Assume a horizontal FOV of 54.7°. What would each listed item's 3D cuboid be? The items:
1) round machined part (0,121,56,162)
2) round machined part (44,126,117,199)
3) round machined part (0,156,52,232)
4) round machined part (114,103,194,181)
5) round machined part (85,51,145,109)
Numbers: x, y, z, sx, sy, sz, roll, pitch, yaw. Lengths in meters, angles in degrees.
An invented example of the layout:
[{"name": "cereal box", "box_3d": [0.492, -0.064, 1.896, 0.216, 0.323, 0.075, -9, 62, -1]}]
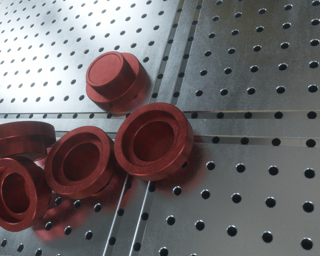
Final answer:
[{"name": "round machined part", "box_3d": [-0.204, 0.026, 0.454, 0.098, 0.098, 0.042, -18, 75, 17]}, {"name": "round machined part", "box_3d": [-0.100, 0.049, 0.415, 0.098, 0.042, 0.098, -11, 55, 17]}, {"name": "round machined part", "box_3d": [-0.188, 0.087, 0.422, 0.098, 0.042, 0.097, 2, 94, 25]}, {"name": "round machined part", "box_3d": [-0.004, 0.020, 0.386, 0.098, 0.042, 0.098, -13, 56, 20]}, {"name": "round machined part", "box_3d": [-0.076, -0.081, 0.485, 0.098, 0.042, 0.098, -13, 56, 20]}]
